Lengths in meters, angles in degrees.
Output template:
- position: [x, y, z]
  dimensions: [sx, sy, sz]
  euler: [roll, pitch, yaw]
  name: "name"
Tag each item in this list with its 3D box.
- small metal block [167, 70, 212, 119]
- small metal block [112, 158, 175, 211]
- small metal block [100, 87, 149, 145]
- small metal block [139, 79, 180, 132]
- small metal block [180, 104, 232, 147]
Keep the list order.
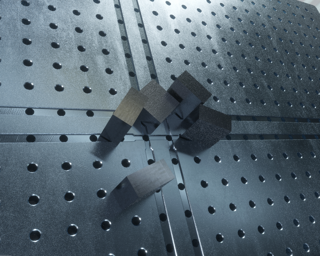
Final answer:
- position: [0.037, -0.045, 0.441]
  dimensions: [0.050, 0.050, 0.025]
  euler: [43, 51, 1]
  name: "small metal block"
- position: [-0.019, 0.063, 0.345]
  dimensions: [0.050, 0.050, 0.025]
  euler: [-22, 74, -36]
  name: "small metal block"
- position: [-0.043, -0.014, 0.379]
  dimensions: [0.025, 0.050, 0.050]
  euler: [33, 51, -7]
  name: "small metal block"
- position: [-0.009, -0.031, 0.424]
  dimensions: [0.050, 0.025, 0.050]
  euler: [42, 51, 0]
  name: "small metal block"
- position: [0.063, -0.002, 0.429]
  dimensions: [0.050, 0.050, 0.025]
  euler: [20, 54, -17]
  name: "small metal block"
